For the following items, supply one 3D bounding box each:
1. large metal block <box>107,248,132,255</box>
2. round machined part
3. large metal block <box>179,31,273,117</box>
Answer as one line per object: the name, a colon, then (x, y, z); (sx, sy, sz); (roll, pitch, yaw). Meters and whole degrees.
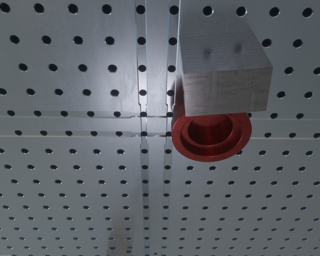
large metal block: (-0.091, 0.306, 0.635); (0.050, 0.080, 0.079); (9, 130, -8)
round machined part: (0.063, -0.005, 0.397); (0.099, 0.042, 0.097); (0, 130, 0)
large metal block: (0.064, -0.059, 0.326); (0.080, 0.080, 0.050); (-4, 130, 3)
